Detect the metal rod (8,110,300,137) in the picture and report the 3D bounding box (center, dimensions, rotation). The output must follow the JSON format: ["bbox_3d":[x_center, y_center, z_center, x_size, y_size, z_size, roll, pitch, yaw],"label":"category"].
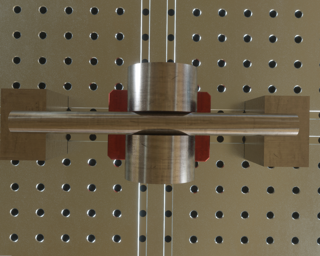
[{"bbox_3d":[-0.006,-0.005,0.333,0.302,0.025,0.025,1,90,0],"label":"metal rod"}]

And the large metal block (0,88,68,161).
[{"bbox_3d":[-0.152,-0.004,0.383,0.050,0.080,0.080,1,90,0],"label":"large metal block"}]

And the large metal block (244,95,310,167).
[{"bbox_3d":[0.142,0.003,0.386,0.050,0.080,0.080,1,90,0],"label":"large metal block"}]

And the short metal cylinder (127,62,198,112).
[{"bbox_3d":[0.003,-0.043,0.356,0.081,0.080,0.050,1,90,0],"label":"short metal cylinder"}]

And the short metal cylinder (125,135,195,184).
[{"bbox_3d":[0.000,0.032,0.356,0.081,0.080,0.050,1,90,0],"label":"short metal cylinder"}]

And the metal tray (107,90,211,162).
[{"bbox_3d":[-0.001,-0.003,0.411,0.131,0.030,0.089,1,90,0],"label":"metal tray"}]
